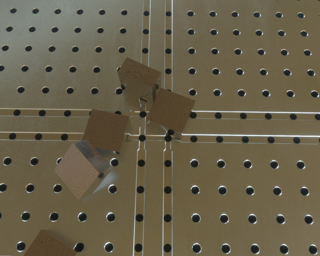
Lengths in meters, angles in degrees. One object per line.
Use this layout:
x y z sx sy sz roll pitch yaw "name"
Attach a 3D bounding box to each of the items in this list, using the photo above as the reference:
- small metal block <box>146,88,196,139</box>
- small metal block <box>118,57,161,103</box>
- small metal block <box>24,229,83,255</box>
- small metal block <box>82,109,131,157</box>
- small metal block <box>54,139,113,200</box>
0.015 -0.020 0.419 0.050 0.025 0.050 22 71 7 "small metal block"
-0.026 -0.063 0.421 0.050 0.050 0.025 25 72 8 "small metal block"
-0.127 0.152 0.355 0.050 0.025 0.050 28 72 9 "small metal block"
-0.070 0.007 0.408 0.050 0.025 0.050 12 70 4 "small metal block"
-0.094 0.051 0.378 0.050 0.025 0.050 46 115 14 "small metal block"
